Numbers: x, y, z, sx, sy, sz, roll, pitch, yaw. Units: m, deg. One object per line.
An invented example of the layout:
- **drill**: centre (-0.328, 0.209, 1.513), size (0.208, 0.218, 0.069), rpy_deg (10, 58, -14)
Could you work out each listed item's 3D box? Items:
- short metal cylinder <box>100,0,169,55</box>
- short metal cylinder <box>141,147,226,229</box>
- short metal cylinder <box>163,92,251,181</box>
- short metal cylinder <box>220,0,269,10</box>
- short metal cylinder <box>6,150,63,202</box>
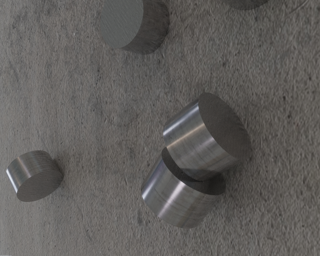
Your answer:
- **short metal cylinder**: centre (-0.034, -0.143, 0.417), size (0.080, 0.050, 0.080), rpy_deg (0, 90, 40)
- **short metal cylinder**: centre (0.026, 0.064, 0.348), size (0.080, 0.081, 0.050), rpy_deg (44, 117, 31)
- **short metal cylinder**: centre (0.050, 0.009, 0.328), size (0.050, 0.081, 0.080), rpy_deg (-38, 67, 33)
- **short metal cylinder**: centre (0.084, -0.169, 0.319), size (0.080, 0.050, 0.080), rpy_deg (0, 90, 40)
- **short metal cylinder**: centre (-0.224, 0.086, 0.554), size (0.050, 0.081, 0.080), rpy_deg (48, 119, 29)
